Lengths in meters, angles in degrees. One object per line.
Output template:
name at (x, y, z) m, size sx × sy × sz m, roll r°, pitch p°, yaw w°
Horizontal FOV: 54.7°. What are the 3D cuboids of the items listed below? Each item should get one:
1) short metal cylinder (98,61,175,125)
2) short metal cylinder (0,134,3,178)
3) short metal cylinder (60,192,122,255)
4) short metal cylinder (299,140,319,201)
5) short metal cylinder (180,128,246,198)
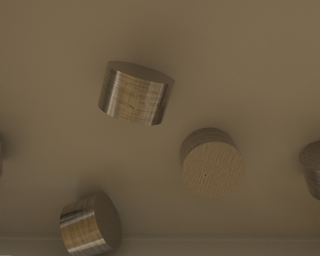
short metal cylinder at (-0.028, -0.043, 0.366) m, size 0.080 × 0.080 × 0.050 m, roll 15°, pitch 110°, yaw -6°
short metal cylinder at (-0.245, 0.037, 0.393) m, size 0.081 × 0.080 × 0.050 m, roll 9°, pitch 110°, yaw -3°
short metal cylinder at (-0.094, 0.136, 0.431) m, size 0.050 × 0.080 × 0.080 m, roll -23°, pitch 109°, yaw 8°
short metal cylinder at (0.230, 0.053, 0.403) m, size 0.080 × 0.080 × 0.050 m, roll -21°, pitch 109°, yaw 7°
short metal cylinder at (0.068, 0.045, 0.415) m, size 0.081 × 0.050 × 0.079 m, roll 0°, pitch 110°, yaw 0°
